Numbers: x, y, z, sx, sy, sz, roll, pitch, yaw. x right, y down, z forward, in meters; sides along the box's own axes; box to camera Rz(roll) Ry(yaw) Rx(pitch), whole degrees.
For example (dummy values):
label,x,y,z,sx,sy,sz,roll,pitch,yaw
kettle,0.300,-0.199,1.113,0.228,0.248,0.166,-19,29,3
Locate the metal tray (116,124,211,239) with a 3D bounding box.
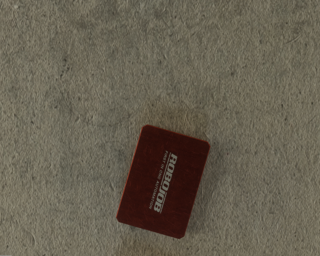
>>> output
label,x,y,z,sx,sy,sz,roll,pitch,yaw
metal tray,0.004,0.068,0.407,0.090,0.030,0.129,16,90,0
